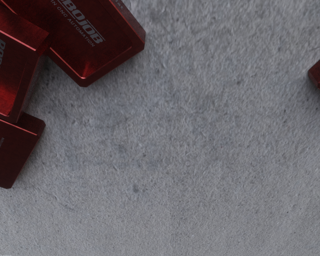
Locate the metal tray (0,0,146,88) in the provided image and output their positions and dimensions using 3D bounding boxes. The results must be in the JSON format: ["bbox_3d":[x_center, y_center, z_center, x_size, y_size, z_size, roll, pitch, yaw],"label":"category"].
[{"bbox_3d":[-0.087,-0.112,0.307,0.090,0.030,0.130,-29,125,22],"label":"metal tray"}]

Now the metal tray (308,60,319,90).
[{"bbox_3d":[0.246,-0.080,0.339,0.090,0.030,0.129,26,125,-21],"label":"metal tray"}]

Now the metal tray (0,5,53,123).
[{"bbox_3d":[-0.174,-0.066,0.320,0.090,0.030,0.129,29,138,-16],"label":"metal tray"}]

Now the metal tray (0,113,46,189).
[{"bbox_3d":[-0.225,0.024,0.421,0.090,0.030,0.129,27,125,-22],"label":"metal tray"}]
